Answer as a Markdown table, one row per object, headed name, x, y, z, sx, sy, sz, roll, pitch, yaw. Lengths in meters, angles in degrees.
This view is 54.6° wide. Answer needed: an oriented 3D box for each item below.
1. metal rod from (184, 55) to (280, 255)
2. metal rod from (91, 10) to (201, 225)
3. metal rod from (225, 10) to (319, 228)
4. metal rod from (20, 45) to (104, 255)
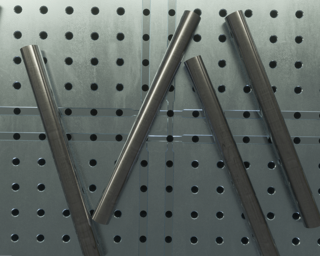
| name | x | y | z | sx | sy | sz | roll | pitch | yaw |
| --- | --- | --- | --- | --- | --- | --- | --- | --- | --- |
| metal rod | 0.098 | 0.047 | 0.413 | 0.025 | 0.025 | 0.299 | -22 | 90 | 0 |
| metal rod | -0.018 | -0.014 | 0.413 | 0.025 | 0.025 | 0.299 | 24 | 90 | 0 |
| metal rod | 0.152 | -0.011 | 0.414 | 0.025 | 0.025 | 0.299 | -21 | 90 | 0 |
| metal rod | -0.129 | 0.037 | 0.412 | 0.025 | 0.025 | 0.299 | -17 | 90 | 0 |
